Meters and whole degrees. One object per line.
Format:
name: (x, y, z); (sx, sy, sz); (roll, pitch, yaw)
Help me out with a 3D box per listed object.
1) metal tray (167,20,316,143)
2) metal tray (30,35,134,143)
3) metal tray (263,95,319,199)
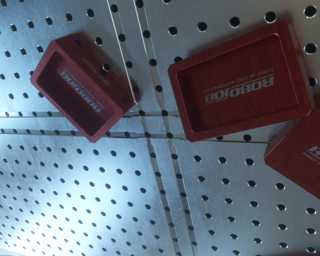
metal tray: (0.078, -0.042, 0.319); (0.130, 0.030, 0.090); (-16, 89, 34)
metal tray: (-0.110, -0.051, 0.432); (0.130, 0.030, 0.090); (46, 129, -5)
metal tray: (0.192, 0.036, 0.330); (0.130, 0.030, 0.089); (34, 129, 5)
